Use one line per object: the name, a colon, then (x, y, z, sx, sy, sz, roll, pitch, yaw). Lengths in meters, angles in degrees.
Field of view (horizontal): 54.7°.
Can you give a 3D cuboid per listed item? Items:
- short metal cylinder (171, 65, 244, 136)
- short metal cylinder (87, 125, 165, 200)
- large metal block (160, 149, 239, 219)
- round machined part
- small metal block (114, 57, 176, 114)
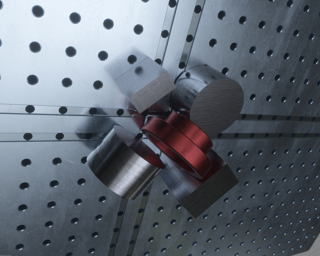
short metal cylinder: (0.062, -0.036, 0.408, 0.081, 0.050, 0.079, -14, 125, -21)
short metal cylinder: (-0.041, 0.041, 0.379, 0.050, 0.080, 0.080, -50, 129, 6)
large metal block: (0.051, 0.067, 0.448, 0.080, 0.080, 0.050, -40, 130, -2)
round machined part: (0.027, 0.017, 0.392, 0.042, 0.098, 0.098, -50, 130, -9)
small metal block: (-0.018, -0.050, 0.355, 0.050, 0.050, 0.025, -36, 130, -5)
